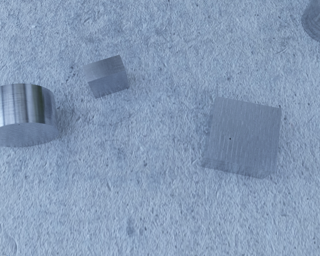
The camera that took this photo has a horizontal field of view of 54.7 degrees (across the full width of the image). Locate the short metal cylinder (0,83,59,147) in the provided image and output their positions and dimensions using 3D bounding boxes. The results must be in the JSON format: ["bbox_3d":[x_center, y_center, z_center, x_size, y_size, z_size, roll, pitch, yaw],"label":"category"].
[{"bbox_3d":[-0.170,-0.013,0.382,0.081,0.080,0.050,-12,71,-4],"label":"short metal cylinder"}]

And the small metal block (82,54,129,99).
[{"bbox_3d":[-0.072,-0.068,0.419,0.050,0.050,0.025,-19,71,-7],"label":"small metal block"}]

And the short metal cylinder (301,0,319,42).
[{"bbox_3d":[0.261,-0.172,0.459,0.081,0.050,0.080,0,70,0],"label":"short metal cylinder"}]

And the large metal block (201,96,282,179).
[{"bbox_3d":[0.101,0.013,0.391,0.080,0.050,0.080,12,70,4],"label":"large metal block"}]
